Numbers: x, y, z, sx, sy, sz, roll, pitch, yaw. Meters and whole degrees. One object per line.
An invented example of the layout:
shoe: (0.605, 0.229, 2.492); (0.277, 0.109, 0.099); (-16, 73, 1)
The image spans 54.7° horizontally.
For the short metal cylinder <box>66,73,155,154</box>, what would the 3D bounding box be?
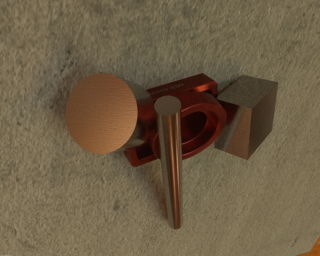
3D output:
short metal cylinder: (-0.051, -0.014, 0.329); (0.080, 0.080, 0.050); (-55, 164, 11)

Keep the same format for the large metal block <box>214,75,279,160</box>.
large metal block: (0.118, -0.017, 0.427); (0.080, 0.050, 0.079); (-38, 135, -38)

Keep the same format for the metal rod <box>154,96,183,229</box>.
metal rod: (0.017, 0.069, 0.405); (0.025, 0.025, 0.299); (-25, 145, -14)

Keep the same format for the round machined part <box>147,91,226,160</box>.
round machined part: (0.028, -0.006, 0.379); (0.099, 0.042, 0.097); (-19, 142, -16)

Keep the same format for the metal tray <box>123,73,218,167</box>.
metal tray: (0.013, -0.011, 0.407); (0.131, 0.030, 0.089); (-19, 126, -18)
